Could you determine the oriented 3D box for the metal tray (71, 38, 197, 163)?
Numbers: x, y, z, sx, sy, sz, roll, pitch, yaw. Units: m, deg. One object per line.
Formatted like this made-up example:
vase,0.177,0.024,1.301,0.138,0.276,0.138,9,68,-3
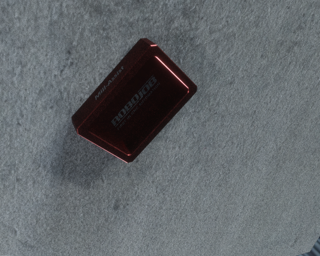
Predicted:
metal tray,-0.028,-0.029,0.371,0.130,0.030,0.090,-48,129,5
